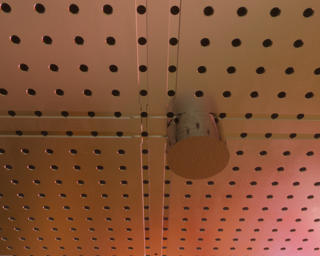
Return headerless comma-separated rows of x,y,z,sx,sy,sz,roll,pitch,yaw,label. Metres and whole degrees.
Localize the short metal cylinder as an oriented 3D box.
0.049,0.024,0.416,0.080,0.050,0.080,0,130,0,short metal cylinder
